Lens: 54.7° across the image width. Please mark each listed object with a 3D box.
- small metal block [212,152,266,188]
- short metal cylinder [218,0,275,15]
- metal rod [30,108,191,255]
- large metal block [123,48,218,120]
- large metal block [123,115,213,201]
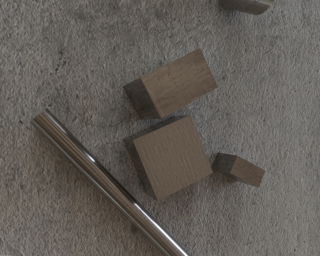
[{"bbox_3d":[0.109,0.058,0.436,0.050,0.050,0.025,28,81,-18],"label":"small metal block"},{"bbox_3d":[0.122,-0.201,0.425,0.050,0.080,0.080,6,88,-20],"label":"short metal cylinder"},{"bbox_3d":[-0.044,0.095,0.393,0.025,0.025,0.300,-45,104,-14],"label":"metal rod"},{"bbox_3d":[0.010,-0.051,0.384,0.080,0.080,0.050,-30,100,-18],"label":"large metal block"},{"bbox_3d":[0.009,0.035,0.400,0.081,0.050,0.080,-24,98,-19],"label":"large metal block"}]
